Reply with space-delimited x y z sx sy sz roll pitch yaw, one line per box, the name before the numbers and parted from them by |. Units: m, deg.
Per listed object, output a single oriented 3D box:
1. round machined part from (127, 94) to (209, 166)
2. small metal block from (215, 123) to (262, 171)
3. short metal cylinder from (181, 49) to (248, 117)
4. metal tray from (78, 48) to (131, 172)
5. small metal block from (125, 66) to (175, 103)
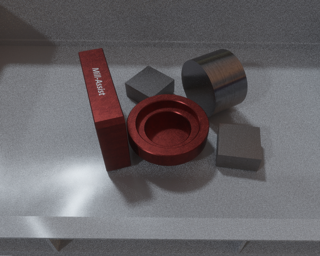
round machined part | 0.009 0.007 0.385 0.099 0.042 0.098 0 50 0
small metal block | 0.097 0.023 0.385 0.050 0.025 0.050 6 50 7
short metal cylinder | 0.072 -0.061 0.419 0.050 0.080 0.080 -23 54 -18
metal tray | -0.068 -0.024 0.380 0.030 0.089 0.130 -13 51 -11
small metal block | -0.014 -0.059 0.452 0.050 0.025 0.050 32 57 25
